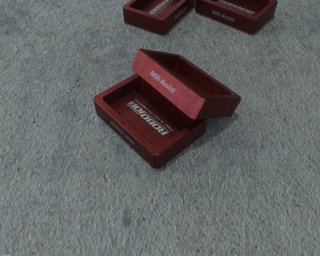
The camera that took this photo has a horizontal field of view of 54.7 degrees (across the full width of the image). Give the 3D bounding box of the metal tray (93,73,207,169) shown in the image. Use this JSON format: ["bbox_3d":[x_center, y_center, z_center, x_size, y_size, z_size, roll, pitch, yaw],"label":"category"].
[{"bbox_3d":[-0.014,-0.017,0.413,0.091,0.030,0.130,-35,58,-26],"label":"metal tray"}]

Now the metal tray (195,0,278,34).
[{"bbox_3d":[0.146,-0.235,0.598,0.130,0.030,0.090,32,57,24],"label":"metal tray"}]

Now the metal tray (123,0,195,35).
[{"bbox_3d":[0.001,-0.235,0.597,0.090,0.030,0.130,25,54,19],"label":"metal tray"}]

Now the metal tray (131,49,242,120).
[{"bbox_3d":[0.034,-0.062,0.421,0.091,0.030,0.130,-6,40,-46],"label":"metal tray"}]
